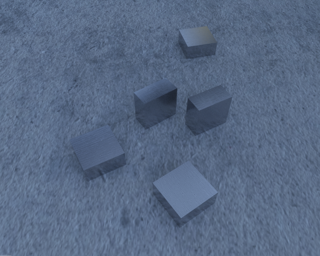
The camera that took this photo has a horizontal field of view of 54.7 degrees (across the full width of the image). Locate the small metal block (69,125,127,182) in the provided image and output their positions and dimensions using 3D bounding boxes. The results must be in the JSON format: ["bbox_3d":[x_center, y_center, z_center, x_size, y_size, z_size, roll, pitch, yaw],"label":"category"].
[{"bbox_3d":[-0.075,0.030,0.377,0.050,0.025,0.050,-23,54,-18],"label":"small metal block"}]

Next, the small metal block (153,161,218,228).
[{"bbox_3d":[0.027,0.072,0.343,0.050,0.025,0.050,-29,56,-22],"label":"small metal block"}]

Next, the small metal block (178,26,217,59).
[{"bbox_3d":[0.063,-0.146,0.527,0.050,0.025,0.050,-11,51,-10],"label":"small metal block"}]

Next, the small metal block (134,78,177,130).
[{"bbox_3d":[-0.006,-0.032,0.414,0.050,0.050,0.025,-28,56,-22],"label":"small metal block"}]

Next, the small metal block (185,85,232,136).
[{"bbox_3d":[0.063,-0.023,0.407,0.050,0.050,0.025,-23,54,-18],"label":"small metal block"}]
